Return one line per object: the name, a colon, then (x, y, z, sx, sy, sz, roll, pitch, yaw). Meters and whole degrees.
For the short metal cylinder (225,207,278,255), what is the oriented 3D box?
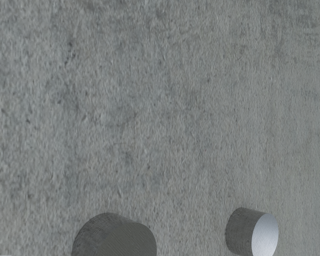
short metal cylinder: (0.156, 0.179, 0.523, 0.081, 0.050, 0.079, 0, 90, -40)

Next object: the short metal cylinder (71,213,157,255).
short metal cylinder: (-0.051, 0.141, 0.348, 0.081, 0.050, 0.079, 0, 90, -40)
